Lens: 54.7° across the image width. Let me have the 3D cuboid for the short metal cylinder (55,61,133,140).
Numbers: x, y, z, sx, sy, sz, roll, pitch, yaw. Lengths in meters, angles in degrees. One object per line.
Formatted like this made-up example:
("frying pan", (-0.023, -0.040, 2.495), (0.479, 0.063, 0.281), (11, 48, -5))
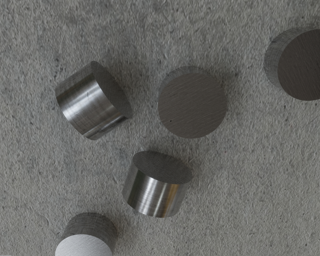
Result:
("short metal cylinder", (-0.076, -0.032, 0.368), (0.050, 0.080, 0.080), (-32, 107, 11))

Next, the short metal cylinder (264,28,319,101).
("short metal cylinder", (0.172, -0.077, 0.369), (0.081, 0.050, 0.079), (0, 110, 0))

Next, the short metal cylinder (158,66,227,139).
("short metal cylinder", (0.038, -0.033, 0.384), (0.081, 0.050, 0.079), (0, 110, 0))

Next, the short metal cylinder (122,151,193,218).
("short metal cylinder", (-0.004, 0.072, 0.407), (0.080, 0.080, 0.050), (17, 109, -6))

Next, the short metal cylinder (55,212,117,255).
("short metal cylinder", (-0.107, 0.174, 0.459), (0.081, 0.050, 0.079), (0, 110, 0))
